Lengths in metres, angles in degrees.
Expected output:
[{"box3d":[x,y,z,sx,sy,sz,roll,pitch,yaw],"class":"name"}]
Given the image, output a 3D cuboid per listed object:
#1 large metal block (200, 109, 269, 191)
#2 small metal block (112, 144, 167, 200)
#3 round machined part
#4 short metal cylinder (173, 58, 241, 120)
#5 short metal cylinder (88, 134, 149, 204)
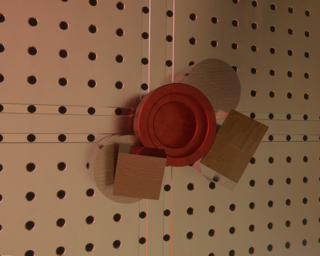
[{"box3d":[0.096,0.032,0.412,0.050,0.080,0.080,29,79,17],"class":"large metal block"},{"box3d":[-0.023,0.048,0.338,0.050,0.025,0.050,8,107,-8],"class":"small metal block"},{"box3d":[0.015,-0.004,0.378,0.099,0.042,0.097,0,90,-20],"class":"round machined part"},{"box3d":[0.062,-0.050,0.422,0.081,0.050,0.079,0,90,-20],"class":"short metal cylinder"},{"box3d":[-0.045,0.048,0.382,0.081,0.050,0.079,0,90,-20],"class":"short metal cylinder"}]
